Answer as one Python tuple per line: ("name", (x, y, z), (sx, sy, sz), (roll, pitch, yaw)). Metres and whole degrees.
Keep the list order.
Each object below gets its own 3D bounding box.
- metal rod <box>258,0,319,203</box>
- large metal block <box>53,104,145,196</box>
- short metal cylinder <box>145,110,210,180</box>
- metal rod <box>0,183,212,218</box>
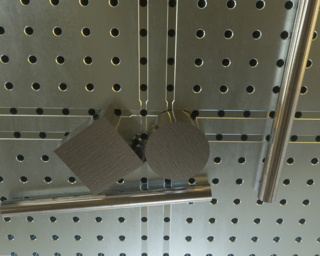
("metal rod", (0.165, -0.037, 0.400), (0.025, 0.025, 0.298), (4, 110, -2))
("large metal block", (-0.076, 0.028, 0.410), (0.080, 0.050, 0.080), (-34, 107, 11))
("short metal cylinder", (0.022, 0.021, 0.408), (0.081, 0.050, 0.079), (0, 110, 0))
("metal rod", (-0.077, 0.105, 0.451), (0.302, 0.025, 0.025), (-5, 110, 1))
